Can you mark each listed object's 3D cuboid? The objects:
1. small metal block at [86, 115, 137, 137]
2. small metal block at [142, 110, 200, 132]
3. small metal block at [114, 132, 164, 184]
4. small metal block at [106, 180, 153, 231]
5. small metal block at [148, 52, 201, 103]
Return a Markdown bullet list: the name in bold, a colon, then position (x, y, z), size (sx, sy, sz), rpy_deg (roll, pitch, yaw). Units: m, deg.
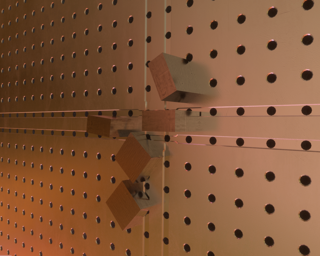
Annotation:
- **small metal block**: position (-0.070, -0.003, 0.448), size (0.050, 0.050, 0.025), rpy_deg (10, 96, 39)
- **small metal block**: position (0.014, -0.008, 0.380), size (0.050, 0.050, 0.025), rpy_deg (1, 91, 39)
- **small metal block**: position (-0.030, 0.041, 0.432), size (0.050, 0.025, 0.050), rpy_deg (49, 118, 28)
- **small metal block**: position (-0.045, 0.109, 0.444), size (0.050, 0.025, 0.050), rpy_deg (51, 120, 27)
- **small metal block**: position (0.018, -0.060, 0.377), size (0.025, 0.050, 0.050), rpy_deg (-30, 71, 36)
